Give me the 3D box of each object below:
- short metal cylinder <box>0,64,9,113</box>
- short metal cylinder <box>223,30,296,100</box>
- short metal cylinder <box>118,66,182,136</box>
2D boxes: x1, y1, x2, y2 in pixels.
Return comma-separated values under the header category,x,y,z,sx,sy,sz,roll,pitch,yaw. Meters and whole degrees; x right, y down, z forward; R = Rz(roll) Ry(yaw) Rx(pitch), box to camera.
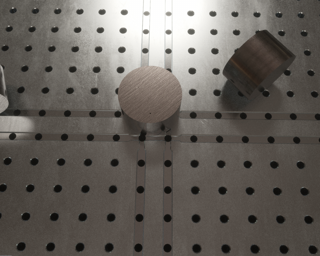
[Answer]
category,x,y,z,sx,sy,sz,roll,pitch,yaw
short metal cylinder,-0.243,-0.050,0.398,0.081,0.080,0.050,-16,71,-6
short metal cylinder,0.131,-0.083,0.415,0.080,0.080,0.050,-37,75,-13
short metal cylinder,-0.012,-0.035,0.411,0.081,0.050,0.080,0,70,-1
